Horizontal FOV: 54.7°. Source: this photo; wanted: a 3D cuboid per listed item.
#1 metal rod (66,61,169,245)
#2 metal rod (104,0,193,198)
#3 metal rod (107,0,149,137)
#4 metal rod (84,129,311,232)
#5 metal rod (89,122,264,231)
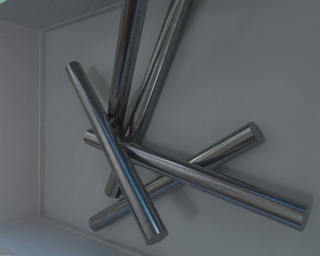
[{"bbox_3d":[-0.069,0.009,0.398,0.025,0.025,0.300,-53,50,26],"label":"metal rod"},{"bbox_3d":[-0.020,-0.036,0.420,0.025,0.025,0.298,33,110,35],"label":"metal rod"},{"bbox_3d":[-0.039,-0.084,0.359,0.025,0.025,0.298,51,144,27],"label":"metal rod"},{"bbox_3d":[0.013,0.045,0.360,0.300,0.025,0.025,16,100,38],"label":"metal rod"},{"bbox_3d":[0.000,0.077,0.405,0.299,0.025,0.025,-36,68,34],"label":"metal rod"}]
